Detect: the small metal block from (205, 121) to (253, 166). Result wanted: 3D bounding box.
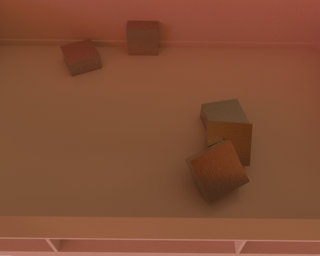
[{"bbox_3d":[0.082,0.018,0.373,0.050,0.025,0.050,3,93,2],"label":"small metal block"}]

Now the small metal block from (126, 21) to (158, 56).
[{"bbox_3d":[-0.028,-0.148,0.513,0.050,0.050,0.025,1,50,0],"label":"small metal block"}]

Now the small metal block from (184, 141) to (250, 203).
[{"bbox_3d":[0.063,0.047,0.345,0.050,0.025,0.050,-26,92,-10],"label":"small metal block"}]

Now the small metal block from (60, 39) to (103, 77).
[{"bbox_3d":[-0.127,-0.114,0.499,0.050,0.025,0.050,-20,53,-17],"label":"small metal block"}]

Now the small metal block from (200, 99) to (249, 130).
[{"bbox_3d":[0.086,-0.010,0.414,0.050,0.025,0.050,-9,51,-8],"label":"small metal block"}]
